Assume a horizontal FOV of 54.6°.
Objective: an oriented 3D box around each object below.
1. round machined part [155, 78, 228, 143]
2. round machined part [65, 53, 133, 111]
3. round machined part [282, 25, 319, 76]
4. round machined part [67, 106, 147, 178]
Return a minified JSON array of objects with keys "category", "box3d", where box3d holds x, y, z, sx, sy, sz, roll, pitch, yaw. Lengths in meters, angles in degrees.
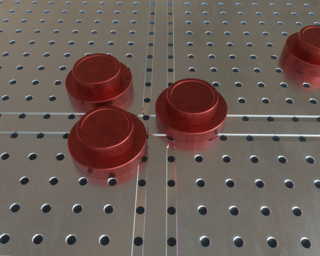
[{"category":"round machined part","box3d":[0.043,-0.030,0.423,0.099,0.042,0.098,0,50,0]},{"category":"round machined part","box3d":[-0.091,-0.073,0.458,0.099,0.042,0.098,0,50,0]},{"category":"round machined part","box3d":[0.257,-0.133,0.509,0.099,0.042,0.098,0,50,0]},{"category":"round machined part","box3d":[-0.066,0.010,0.388,0.099,0.042,0.098,0,50,0]}]
